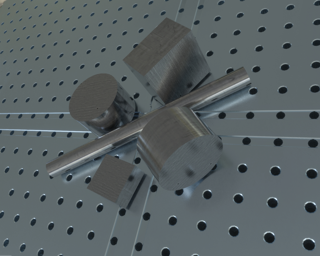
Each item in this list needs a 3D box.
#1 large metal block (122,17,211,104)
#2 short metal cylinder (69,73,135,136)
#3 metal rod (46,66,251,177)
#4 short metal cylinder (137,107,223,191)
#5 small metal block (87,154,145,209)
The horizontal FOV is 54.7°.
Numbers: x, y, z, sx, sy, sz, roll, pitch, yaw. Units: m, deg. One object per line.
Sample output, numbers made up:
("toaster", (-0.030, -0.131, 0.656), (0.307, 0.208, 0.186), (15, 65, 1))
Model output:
("large metal block", (0.011, -0.083, 0.414), (0.080, 0.080, 0.050), (-45, 51, -3))
("short metal cylinder", (-0.083, -0.032, 0.451), (0.080, 0.050, 0.080), (-13, 56, 21))
("metal rod", (-0.024, -0.003, 0.418), (0.301, 0.025, 0.025), (-25, 53, 12))
("short metal cylinder", (0.022, 0.023, 0.343), (0.080, 0.080, 0.050), (-40, 52, 1))
("small metal block", (-0.056, 0.066, 0.392), (0.050, 0.025, 0.050), (16, 70, 34))
